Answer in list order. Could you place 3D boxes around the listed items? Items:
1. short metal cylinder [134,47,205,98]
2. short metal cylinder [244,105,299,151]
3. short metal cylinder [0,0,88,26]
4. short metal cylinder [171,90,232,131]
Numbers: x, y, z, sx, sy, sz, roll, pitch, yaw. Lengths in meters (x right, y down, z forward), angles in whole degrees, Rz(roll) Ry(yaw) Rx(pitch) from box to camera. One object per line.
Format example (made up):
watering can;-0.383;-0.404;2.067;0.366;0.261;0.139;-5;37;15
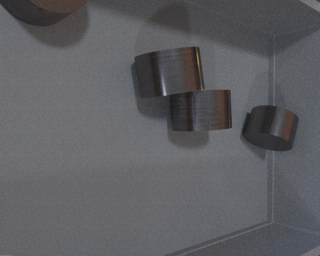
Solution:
short metal cylinder;0.012;-0.067;0.383;0.081;0.080;0.050;-15;100;-39
short metal cylinder;0.192;0.002;0.535;0.080;0.080;0.050;32;70;-36
short metal cylinder;-0.113;-0.144;0.297;0.081;0.050;0.079;0;91;-40
short metal cylinder;0.056;-0.024;0.420;0.081;0.080;0.050;-6;94;-40
